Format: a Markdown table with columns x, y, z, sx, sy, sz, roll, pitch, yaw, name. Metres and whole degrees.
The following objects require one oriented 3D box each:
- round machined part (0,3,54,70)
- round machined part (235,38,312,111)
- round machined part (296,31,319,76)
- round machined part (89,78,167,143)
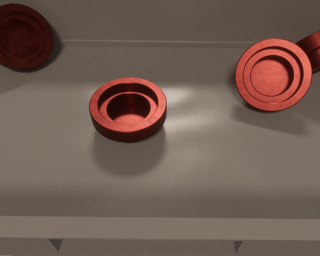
| x | y | z | sx | sy | sz | roll | pitch | yaw | name |
| --- | --- | --- | --- | --- | --- | --- | --- | --- | --- |
| -0.222 | -0.139 | 0.484 | 0.099 | 0.098 | 0.042 | -34 | 19 | -26 | round machined part |
| 0.156 | -0.072 | 0.434 | 0.098 | 0.097 | 0.042 | 15 | 7 | 12 | round machined part |
| 0.232 | -0.108 | 0.460 | 0.099 | 0.098 | 0.042 | -20 | 82 | -16 | round machined part |
| -0.041 | -0.019 | 0.410 | 0.099 | 0.042 | 0.098 | 0 | 50 | 0 | round machined part |
